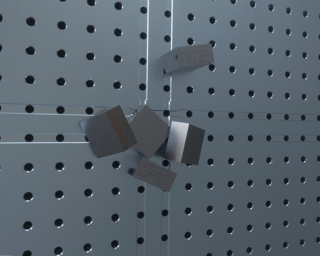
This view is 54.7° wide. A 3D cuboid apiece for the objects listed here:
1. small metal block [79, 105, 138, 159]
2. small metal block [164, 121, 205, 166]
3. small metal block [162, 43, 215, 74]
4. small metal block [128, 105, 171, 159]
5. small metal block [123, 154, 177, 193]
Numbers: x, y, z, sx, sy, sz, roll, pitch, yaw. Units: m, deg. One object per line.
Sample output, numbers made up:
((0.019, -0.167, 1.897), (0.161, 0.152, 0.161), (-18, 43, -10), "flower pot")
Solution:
((-0.062, 0.005, 0.374), (0.025, 0.050, 0.050), (-35, 104, -50), "small metal block")
((0.034, 0.021, 0.413), (0.050, 0.025, 0.050), (19, 82, -56), "small metal block")
((0.037, -0.092, 0.414), (0.050, 0.050, 0.025), (-12, 94, -20), "small metal block")
((-0.020, 0.005, 0.406), (0.050, 0.025, 0.050), (44, 76, -15), "small metal block")
((-0.014, 0.056, 0.395), (0.050, 0.050, 0.025), (28, 81, -18), "small metal block")
